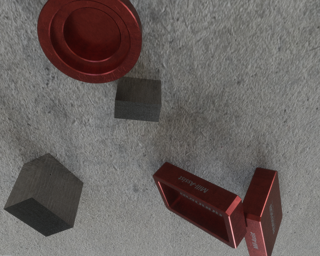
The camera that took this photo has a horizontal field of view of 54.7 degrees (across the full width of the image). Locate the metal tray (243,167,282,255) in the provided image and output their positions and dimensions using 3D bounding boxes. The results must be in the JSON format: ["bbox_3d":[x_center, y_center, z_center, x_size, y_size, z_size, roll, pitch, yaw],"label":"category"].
[{"bbox_3d":[0.160,0.136,0.480,0.030,0.090,0.129,8,138,33],"label":"metal tray"}]

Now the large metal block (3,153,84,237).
[{"bbox_3d":[-0.164,0.097,0.452,0.050,0.080,0.080,-24,127,18],"label":"large metal block"}]

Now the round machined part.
[{"bbox_3d":[-0.067,-0.097,0.312,0.099,0.042,0.097,-1,130,0],"label":"round machined part"}]

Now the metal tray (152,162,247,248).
[{"bbox_3d":[0.056,0.109,0.445,0.130,0.030,0.090,21,144,39],"label":"metal tray"}]

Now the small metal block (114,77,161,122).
[{"bbox_3d":[-0.025,-0.034,0.361,0.050,0.050,0.025,5,130,-5],"label":"small metal block"}]
